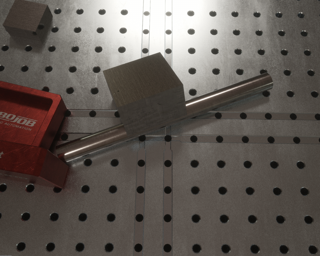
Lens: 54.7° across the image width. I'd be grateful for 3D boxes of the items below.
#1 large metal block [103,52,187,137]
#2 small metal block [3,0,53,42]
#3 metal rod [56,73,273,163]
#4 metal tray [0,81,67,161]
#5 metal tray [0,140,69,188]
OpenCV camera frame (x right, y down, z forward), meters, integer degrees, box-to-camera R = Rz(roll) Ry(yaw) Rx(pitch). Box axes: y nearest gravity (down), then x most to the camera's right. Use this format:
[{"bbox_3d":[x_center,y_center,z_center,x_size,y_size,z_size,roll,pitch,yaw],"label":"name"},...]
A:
[{"bbox_3d":[-0.020,-0.046,0.399,0.080,0.050,0.080,-20,46,-8],"label":"large metal block"},{"bbox_3d":[-0.199,-0.163,0.469,0.050,0.025,0.050,12,70,4],"label":"small metal block"},{"bbox_3d":[0.012,-0.016,0.417,0.302,0.025,0.025,-20,72,-8],"label":"metal rod"},{"bbox_3d":[-0.202,-0.013,0.405,0.131,0.030,0.090,14,63,4],"label":"metal tray"},{"bbox_3d":[-0.185,0.038,0.360,0.131,0.090,0.030,9,71,3],"label":"metal tray"}]
